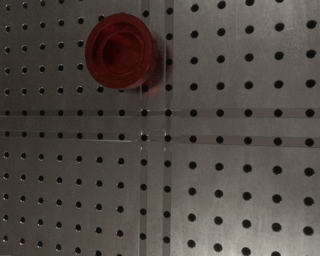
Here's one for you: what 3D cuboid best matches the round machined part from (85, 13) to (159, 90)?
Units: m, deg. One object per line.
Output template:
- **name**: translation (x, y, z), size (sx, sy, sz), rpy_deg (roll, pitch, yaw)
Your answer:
- **round machined part**: translation (-0.048, -0.100, 0.419), size (0.098, 0.042, 0.097), rpy_deg (0, 90, 19)
